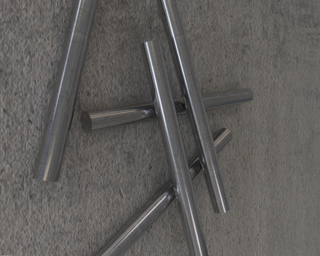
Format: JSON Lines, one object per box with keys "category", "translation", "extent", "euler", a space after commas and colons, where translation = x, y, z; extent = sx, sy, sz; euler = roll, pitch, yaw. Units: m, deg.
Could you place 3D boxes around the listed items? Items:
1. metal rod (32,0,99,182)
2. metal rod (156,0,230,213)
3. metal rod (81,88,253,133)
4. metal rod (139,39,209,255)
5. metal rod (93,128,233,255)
{"category": "metal rod", "translation": [-0.088, -0.094, 0.330], "extent": [0.025, 0.025, 0.299], "euler": [17, 79, -39]}
{"category": "metal rod", "translation": [0.047, -0.024, 0.410], "extent": [0.025, 0.025, 0.298], "euler": [-27, 107, -37]}
{"category": "metal rod", "translation": [0.034, -0.031, 0.432], "extent": [0.302, 0.025, 0.025], "euler": [-12, 98, -39]}
{"category": "metal rod", "translation": [0.022, 0.042, 0.388], "extent": [0.025, 0.025, 0.298], "euler": [-22, 104, -38]}
{"category": "metal rod", "translation": [0.007, 0.091, 0.410], "extent": [0.302, 0.025, 0.025], "euler": [-40, 115, -33]}
